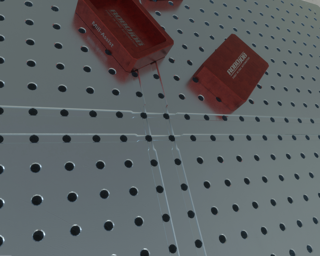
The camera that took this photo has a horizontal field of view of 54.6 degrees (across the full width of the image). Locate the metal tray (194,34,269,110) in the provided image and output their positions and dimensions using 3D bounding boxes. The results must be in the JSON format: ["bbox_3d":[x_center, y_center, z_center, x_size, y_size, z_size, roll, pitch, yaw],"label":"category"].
[{"bbox_3d":[0.126,-0.100,0.533,0.090,0.030,0.131,42,51,0],"label":"metal tray"}]

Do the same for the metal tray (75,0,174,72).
[{"bbox_3d":[-0.052,-0.154,0.469,0.091,0.030,0.130,-34,81,-38],"label":"metal tray"}]
